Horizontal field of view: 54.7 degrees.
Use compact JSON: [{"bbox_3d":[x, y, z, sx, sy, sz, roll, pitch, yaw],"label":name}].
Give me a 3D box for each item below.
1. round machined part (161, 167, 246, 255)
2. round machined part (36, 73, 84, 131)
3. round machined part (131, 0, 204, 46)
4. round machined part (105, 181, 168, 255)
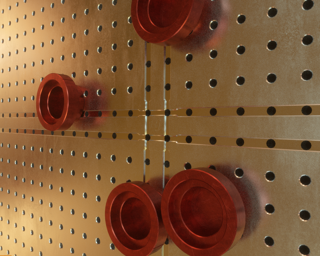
[{"bbox_3d":[0.052,0.094,0.354,0.098,0.042,0.097,0,90,39],"label":"round machined part"},{"bbox_3d":[-0.169,-0.043,0.534,0.098,0.042,0.097,0,90,39],"label":"round machined part"},{"bbox_3d":[0.013,-0.151,0.386,0.098,0.042,0.097,0,90,39],"label":"round machined part"},{"bbox_3d":[-0.026,0.120,0.418,0.098,0.042,0.097,0,90,39],"label":"round machined part"}]
